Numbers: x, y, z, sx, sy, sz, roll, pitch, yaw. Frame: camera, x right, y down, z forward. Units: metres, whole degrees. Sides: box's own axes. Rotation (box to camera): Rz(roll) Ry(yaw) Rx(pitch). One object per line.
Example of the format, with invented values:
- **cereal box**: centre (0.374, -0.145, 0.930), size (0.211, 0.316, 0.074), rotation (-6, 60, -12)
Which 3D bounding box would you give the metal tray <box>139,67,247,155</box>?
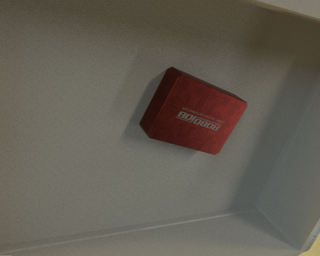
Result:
- **metal tray**: centre (0.048, -0.018, 0.422), size (0.131, 0.030, 0.089), rotation (16, 110, -35)
